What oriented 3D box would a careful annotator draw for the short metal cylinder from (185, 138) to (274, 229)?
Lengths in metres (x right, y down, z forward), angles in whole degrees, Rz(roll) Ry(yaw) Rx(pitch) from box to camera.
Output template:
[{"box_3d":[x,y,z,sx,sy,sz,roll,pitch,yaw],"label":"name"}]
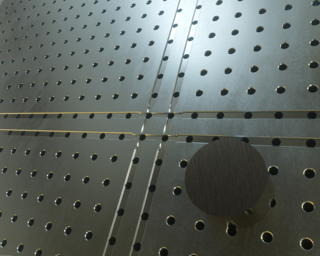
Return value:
[{"box_3d":[0.072,0.057,0.319,0.080,0.050,0.080,-13,56,20],"label":"short metal cylinder"}]
